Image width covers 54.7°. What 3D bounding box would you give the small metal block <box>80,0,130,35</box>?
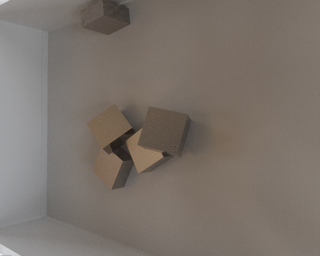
[{"bbox_3d":[-0.080,-0.163,0.457,0.050,0.050,0.025,-10,84,39],"label":"small metal block"}]

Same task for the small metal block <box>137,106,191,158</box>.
[{"bbox_3d":[0.006,0.005,0.382,0.050,0.025,0.050,13,79,17],"label":"small metal block"}]

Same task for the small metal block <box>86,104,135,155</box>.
[{"bbox_3d":[-0.070,0.001,0.449,0.050,0.025,0.050,-35,63,-4],"label":"small metal block"}]

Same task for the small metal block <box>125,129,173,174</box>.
[{"bbox_3d":[-0.014,0.027,0.419,0.050,0.025,0.050,-37,67,34],"label":"small metal block"}]

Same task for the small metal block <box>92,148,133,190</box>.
[{"bbox_3d":[-0.070,0.056,0.465,0.050,0.025,0.050,36,112,34],"label":"small metal block"}]
